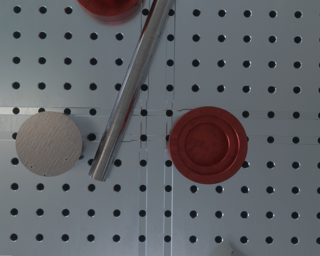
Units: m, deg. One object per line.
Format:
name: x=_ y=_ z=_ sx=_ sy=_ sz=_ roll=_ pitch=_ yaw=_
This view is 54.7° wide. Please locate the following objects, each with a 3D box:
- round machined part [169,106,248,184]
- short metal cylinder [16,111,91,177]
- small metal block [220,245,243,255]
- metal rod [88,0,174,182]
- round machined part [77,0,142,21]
round machined part: x=0.060 y=0.021 z=0.405 sx=0.099 sy=0.042 sz=0.097 roll=0 pitch=90 yaw=0
short metal cylinder: x=-0.134 y=0.019 z=0.400 sx=0.081 sy=0.050 sz=0.079 roll=0 pitch=90 yaw=0
small metal block: x=0.098 y=0.196 z=0.414 sx=0.050 sy=0.025 sz=0.050 roll=41 pitch=90 yaw=0
metal rod: x=-0.032 y=-0.073 z=0.413 sx=0.025 sy=0.025 sz=0.299 roll=21 pitch=90 yaw=0
round machined part: x=-0.069 y=-0.195 z=0.404 sx=0.099 sy=0.042 sz=0.097 roll=0 pitch=90 yaw=0
